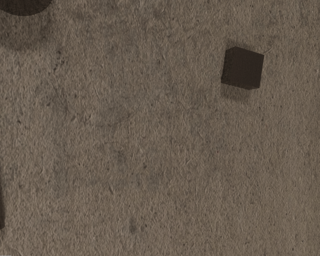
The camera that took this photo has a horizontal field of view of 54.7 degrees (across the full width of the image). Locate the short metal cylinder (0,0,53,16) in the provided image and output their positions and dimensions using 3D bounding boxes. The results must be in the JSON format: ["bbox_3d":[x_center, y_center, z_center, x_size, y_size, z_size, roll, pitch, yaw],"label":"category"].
[{"bbox_3d":[-0.156,-0.171,0.338,0.081,0.050,0.079,0,90,-21],"label":"short metal cylinder"}]

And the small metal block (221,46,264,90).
[{"bbox_3d":[0.121,-0.087,0.455,0.050,0.025,0.050,10,87,-20],"label":"small metal block"}]

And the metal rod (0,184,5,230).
[{"bbox_3d":[-0.199,-0.037,0.335,0.025,0.025,0.298,-7,92,-20],"label":"metal rod"}]
